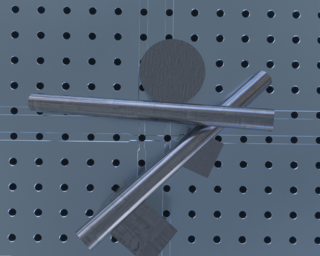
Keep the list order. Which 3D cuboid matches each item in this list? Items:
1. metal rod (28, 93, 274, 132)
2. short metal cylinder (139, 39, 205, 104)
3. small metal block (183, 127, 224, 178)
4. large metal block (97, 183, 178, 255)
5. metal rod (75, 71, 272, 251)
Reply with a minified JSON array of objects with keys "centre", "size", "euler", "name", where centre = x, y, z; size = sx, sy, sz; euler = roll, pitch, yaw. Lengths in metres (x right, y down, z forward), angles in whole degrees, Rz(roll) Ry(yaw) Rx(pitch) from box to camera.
[{"centre":[-0.022,-0.021,0.375],"size":[0.301,0.025,0.025],"euler":[5,90,14],"name":"metal rod"},{"centre":[0.015,-0.069,0.401],"size":[0.081,0.050,0.079],"euler":[0,90,-1],"name":"short metal cylinder"},{"centre":[0.050,0.032,0.414],"size":[0.050,0.025,0.050],"euler":[25,90,-1],"name":"small metal block"},{"centre":[-0.032,0.113,0.381],"size":[0.080,0.080,0.050],"euler":[42,79,-1],"name":"large metal block"},{"centre":[0.032,0.023,0.363],"size":[0.301,0.025,0.025],"euler":[-40,90,-21],"name":"metal rod"}]
